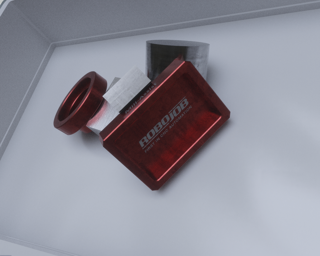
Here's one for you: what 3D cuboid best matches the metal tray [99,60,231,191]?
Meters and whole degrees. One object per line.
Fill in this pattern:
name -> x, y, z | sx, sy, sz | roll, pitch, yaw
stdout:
metal tray -> 0.007, -0.003, 0.357 | 0.130, 0.090, 0.030 | -45, 24, -4

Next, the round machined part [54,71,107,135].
round machined part -> -0.108, -0.031, 0.451 | 0.098, 0.042, 0.098 | -35, 35, 29

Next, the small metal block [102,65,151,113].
small metal block -> -0.037, -0.043, 0.366 | 0.050, 0.050, 0.025 | -45, 90, -3

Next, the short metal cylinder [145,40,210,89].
short metal cylinder -> 0.021, -0.085, 0.400 | 0.080, 0.081, 0.050 | 17, 115, 34

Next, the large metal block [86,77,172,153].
large metal block -> -0.037, -0.016, 0.416 | 0.080, 0.050, 0.080 | 16, 70, 34
